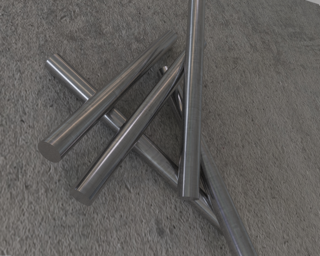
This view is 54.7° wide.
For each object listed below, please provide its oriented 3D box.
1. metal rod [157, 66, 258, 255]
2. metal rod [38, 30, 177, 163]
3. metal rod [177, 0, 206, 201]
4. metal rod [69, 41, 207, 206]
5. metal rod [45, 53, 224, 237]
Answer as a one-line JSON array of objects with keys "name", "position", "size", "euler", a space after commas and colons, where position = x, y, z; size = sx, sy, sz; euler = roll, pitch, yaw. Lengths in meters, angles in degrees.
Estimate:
[{"name": "metal rod", "position": [0.053, 0.039, 0.384], "size": [0.025, 0.025, 0.299], "euler": [-2, 55, -29]}, {"name": "metal rod", "position": [-0.042, -0.062, 0.393], "size": [0.025, 0.025, 0.301], "euler": [38, 43, -3]}, {"name": "metal rod", "position": [0.043, -0.059, 0.402], "size": [0.025, 0.025, 0.299], "euler": [14, 66, -21]}, {"name": "metal rod", "position": [-0.007, -0.032, 0.384], "size": [0.025, 0.025, 0.301], "euler": [37, 52, -4]}, {"name": "metal rod", "position": [-0.023, 0.020, 0.378], "size": [0.300, 0.025, 0.025], "euler": [43, 51, 1]}]
